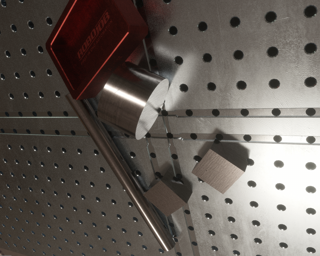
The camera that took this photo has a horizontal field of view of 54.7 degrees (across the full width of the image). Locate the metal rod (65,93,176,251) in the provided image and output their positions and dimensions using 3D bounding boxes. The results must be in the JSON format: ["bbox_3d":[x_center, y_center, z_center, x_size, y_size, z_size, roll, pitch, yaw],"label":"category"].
[{"bbox_3d":[-0.055,0.073,0.483,0.025,0.025,0.299,-18,109,35],"label":"metal rod"}]

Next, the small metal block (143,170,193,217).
[{"bbox_3d":[0.011,0.099,0.465,0.050,0.025,0.050,43,129,-2],"label":"small metal block"}]

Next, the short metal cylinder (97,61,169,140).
[{"bbox_3d":[-0.030,-0.032,0.370,0.050,0.080,0.079,27,128,11],"label":"short metal cylinder"}]

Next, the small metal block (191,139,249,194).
[{"bbox_3d":[0.077,0.050,0.401,0.050,0.025,0.050,34,129,5],"label":"small metal block"}]

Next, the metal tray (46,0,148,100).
[{"bbox_3d":[-0.080,-0.105,0.364,0.129,0.030,0.090,-40,75,38],"label":"metal tray"}]
